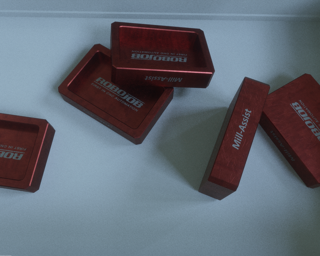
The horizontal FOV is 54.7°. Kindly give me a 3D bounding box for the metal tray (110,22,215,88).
[{"bbox_3d":[0.000,-0.099,0.418,0.131,0.030,0.090,1,55,-12],"label":"metal tray"}]

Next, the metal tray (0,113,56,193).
[{"bbox_3d":[-0.212,0.027,0.394,0.131,0.030,0.090,8,70,2],"label":"metal tray"}]

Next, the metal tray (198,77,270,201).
[{"bbox_3d":[0.087,0.016,0.370,0.030,0.090,0.130,21,71,7],"label":"metal tray"}]

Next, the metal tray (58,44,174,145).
[{"bbox_3d":[-0.058,-0.048,0.423,0.130,0.030,0.090,31,73,10],"label":"metal tray"}]

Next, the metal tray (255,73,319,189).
[{"bbox_3d":[0.197,0.001,0.409,0.090,0.030,0.130,-29,73,-11],"label":"metal tray"}]
